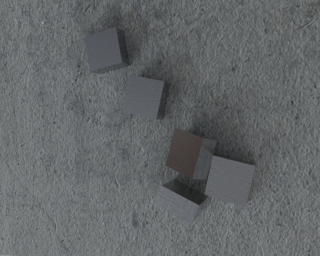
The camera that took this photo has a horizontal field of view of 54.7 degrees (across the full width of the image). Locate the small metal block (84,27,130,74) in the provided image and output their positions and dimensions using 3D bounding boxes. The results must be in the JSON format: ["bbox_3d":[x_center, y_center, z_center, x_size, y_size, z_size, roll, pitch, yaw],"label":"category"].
[{"bbox_3d":[-0.074,-0.108,0.435,0.050,0.025,0.050,-12,86,19],"label":"small metal block"}]

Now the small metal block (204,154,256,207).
[{"bbox_3d":[0.086,0.063,0.378,0.050,0.025,0.050,13,94,19],"label":"small metal block"}]

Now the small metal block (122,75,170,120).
[{"bbox_3d":[-0.018,-0.041,0.415,0.050,0.025,0.050,14,95,19],"label":"small metal block"}]

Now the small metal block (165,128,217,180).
[{"bbox_3d":[0.038,0.031,0.384,0.050,0.025,0.050,21,98,49],"label":"small metal block"}]

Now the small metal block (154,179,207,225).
[{"bbox_3d":[0.028,0.090,0.386,0.050,0.050,0.025,25,98,18],"label":"small metal block"}]
